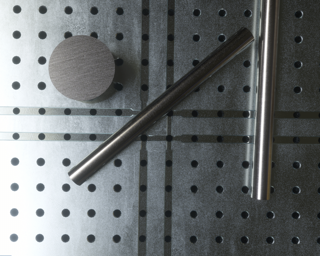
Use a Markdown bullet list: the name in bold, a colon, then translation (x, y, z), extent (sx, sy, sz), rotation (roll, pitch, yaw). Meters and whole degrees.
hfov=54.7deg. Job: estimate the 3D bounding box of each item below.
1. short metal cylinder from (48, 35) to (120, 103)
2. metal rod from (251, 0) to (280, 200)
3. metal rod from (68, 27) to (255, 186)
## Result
- **short metal cylinder**: translation (-0.095, -0.073, 0.400), extent (0.081, 0.050, 0.080), rotation (0, 90, 0)
- **metal rod**: translation (0.142, -0.056, 0.414), extent (0.025, 0.025, 0.298), rotation (3, 90, 0)
- **metal rod**: translation (0.002, -0.029, 0.413), extent (0.300, 0.025, 0.025), rotation (-40, 90, 0)
